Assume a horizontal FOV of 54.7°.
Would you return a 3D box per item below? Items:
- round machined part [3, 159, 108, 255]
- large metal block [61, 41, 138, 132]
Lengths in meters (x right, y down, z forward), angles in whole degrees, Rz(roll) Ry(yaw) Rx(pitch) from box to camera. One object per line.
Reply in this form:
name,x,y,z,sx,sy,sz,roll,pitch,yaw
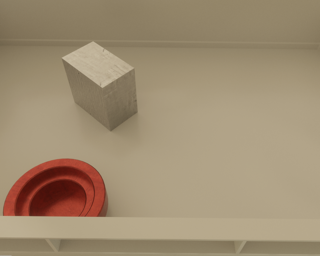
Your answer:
round machined part,-0.103,0.083,0.321,0.099,0.042,0.098,0,47,0
large metal block,-0.078,-0.056,0.415,0.080,0.080,0.050,36,59,26
